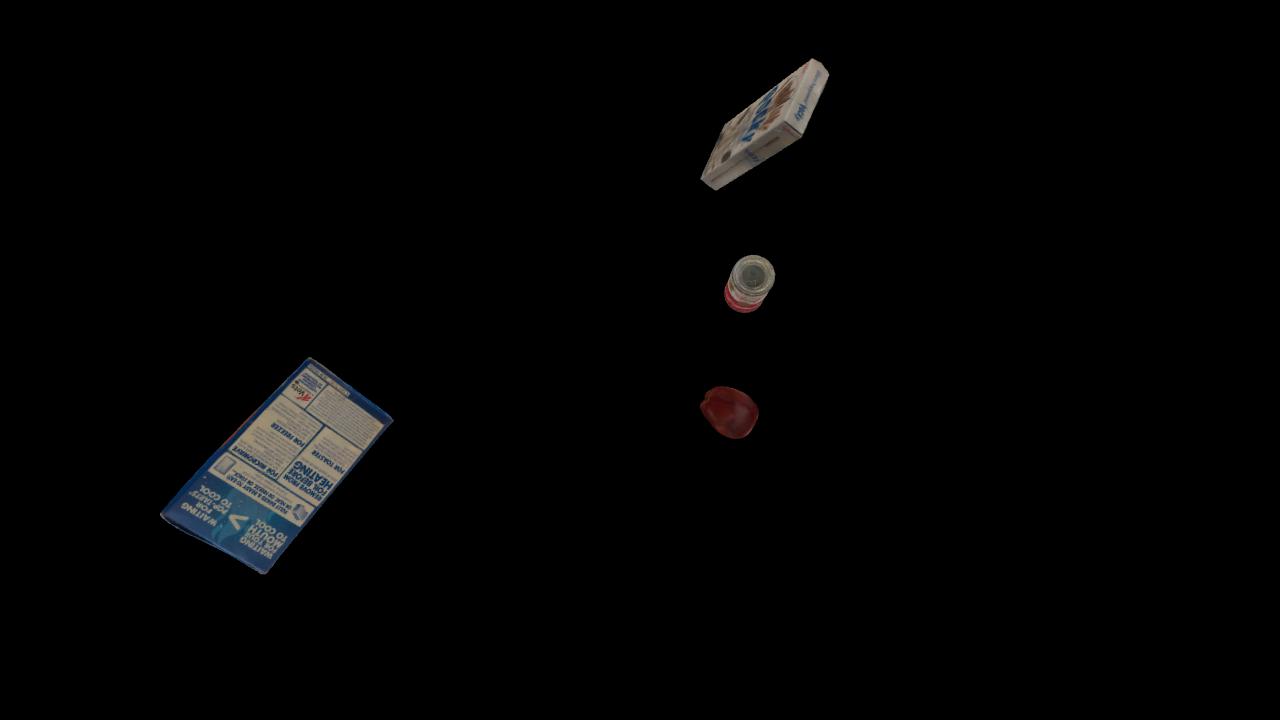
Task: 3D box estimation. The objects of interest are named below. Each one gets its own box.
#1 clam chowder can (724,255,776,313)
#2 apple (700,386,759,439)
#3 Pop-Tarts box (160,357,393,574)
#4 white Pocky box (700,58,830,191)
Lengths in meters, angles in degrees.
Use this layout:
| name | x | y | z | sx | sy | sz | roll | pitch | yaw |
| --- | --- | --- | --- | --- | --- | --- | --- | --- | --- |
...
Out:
| name | x | y | z | sx | sy | sz | roll | pitch | yaw |
| --- | --- | --- | --- | --- | --- | --- | --- | --- | --- |
| clam chowder can | 0.173 | -0.120 | 0.978 | 0.068 | 0.068 | 0.102 | 0 | -11 | 1 |
| apple | 0.144 | 0.085 | 0.988 | 0.093 | 0.079 | 0.079 | 34 | -7 | -10 |
| Pop-Tarts box | -0.299 | 0.081 | 0.515 | 0.083 | 0.141 | 0.167 | 43 | -25 | -21 |
| white Pocky box | 0.126 | -0.242 | 0.650 | 0.028 | 0.084 | 0.154 | 31 | -17 | -20 |
